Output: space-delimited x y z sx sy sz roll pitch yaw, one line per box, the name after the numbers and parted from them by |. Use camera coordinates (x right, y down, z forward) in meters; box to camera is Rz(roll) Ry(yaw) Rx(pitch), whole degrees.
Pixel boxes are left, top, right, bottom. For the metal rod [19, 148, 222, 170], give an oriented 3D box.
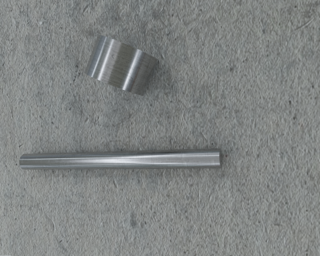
-0.067 0.045 0.431 0.301 0.025 0.025 -3 89 19 | metal rod

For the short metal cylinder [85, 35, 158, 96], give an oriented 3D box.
-0.049 -0.079 0.396 0.080 0.080 0.050 24 98 18 | short metal cylinder
